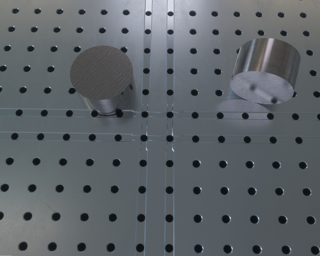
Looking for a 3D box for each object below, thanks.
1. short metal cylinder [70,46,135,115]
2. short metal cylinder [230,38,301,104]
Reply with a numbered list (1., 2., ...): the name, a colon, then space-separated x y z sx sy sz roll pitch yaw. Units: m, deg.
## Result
1. short metal cylinder: -0.075 -0.064 0.421 0.081 0.050 0.080 0 70 0
2. short metal cylinder: 0.139 -0.073 0.410 0.080 0.080 0.050 17 71 6
